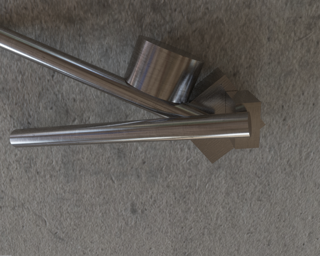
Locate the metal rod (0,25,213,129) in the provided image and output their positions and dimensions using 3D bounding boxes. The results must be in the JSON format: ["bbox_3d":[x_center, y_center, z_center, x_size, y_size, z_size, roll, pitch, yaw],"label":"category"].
[{"bbox_3d":[-0.076,-0.059,0.358,0.301,0.025,0.025,23,109,3],"label":"metal rod"}]

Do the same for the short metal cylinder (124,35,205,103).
[{"bbox_3d":[0.005,-0.068,0.358,0.080,0.080,0.050,20,109,-8],"label":"short metal cylinder"}]

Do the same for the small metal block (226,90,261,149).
[{"bbox_3d":[0.090,-0.011,0.339,0.025,0.050,0.050,-4,110,2],"label":"small metal block"}]

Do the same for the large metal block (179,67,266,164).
[{"bbox_3d":[0.070,-0.016,0.391,0.080,0.050,0.080,-39,105,14],"label":"large metal block"}]

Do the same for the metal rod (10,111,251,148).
[{"bbox_3d":[-0.052,0.005,0.355,0.301,0.025,0.025,-4,112,23],"label":"metal rod"}]
